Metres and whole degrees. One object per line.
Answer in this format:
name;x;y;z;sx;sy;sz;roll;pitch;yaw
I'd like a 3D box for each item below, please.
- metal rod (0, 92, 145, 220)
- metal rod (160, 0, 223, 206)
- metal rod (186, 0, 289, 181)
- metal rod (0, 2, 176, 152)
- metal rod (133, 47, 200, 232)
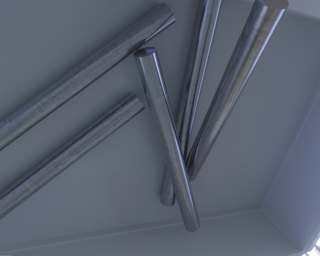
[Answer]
metal rod;-0.144;0.059;0.366;0.301;0.025;0.025;-38;129;-3
metal rod;0.036;-0.016;0.417;0.025;0.025;0.298;-4;121;-26
metal rod;0.066;-0.014;0.359;0.025;0.025;0.298;-16;149;-20
metal rod;-0.110;-0.034;0.327;0.301;0.025;0.025;-37;129;-3
metal rod;0.018;0.038;0.409;0.025;0.025;0.298;-25;126;-13
